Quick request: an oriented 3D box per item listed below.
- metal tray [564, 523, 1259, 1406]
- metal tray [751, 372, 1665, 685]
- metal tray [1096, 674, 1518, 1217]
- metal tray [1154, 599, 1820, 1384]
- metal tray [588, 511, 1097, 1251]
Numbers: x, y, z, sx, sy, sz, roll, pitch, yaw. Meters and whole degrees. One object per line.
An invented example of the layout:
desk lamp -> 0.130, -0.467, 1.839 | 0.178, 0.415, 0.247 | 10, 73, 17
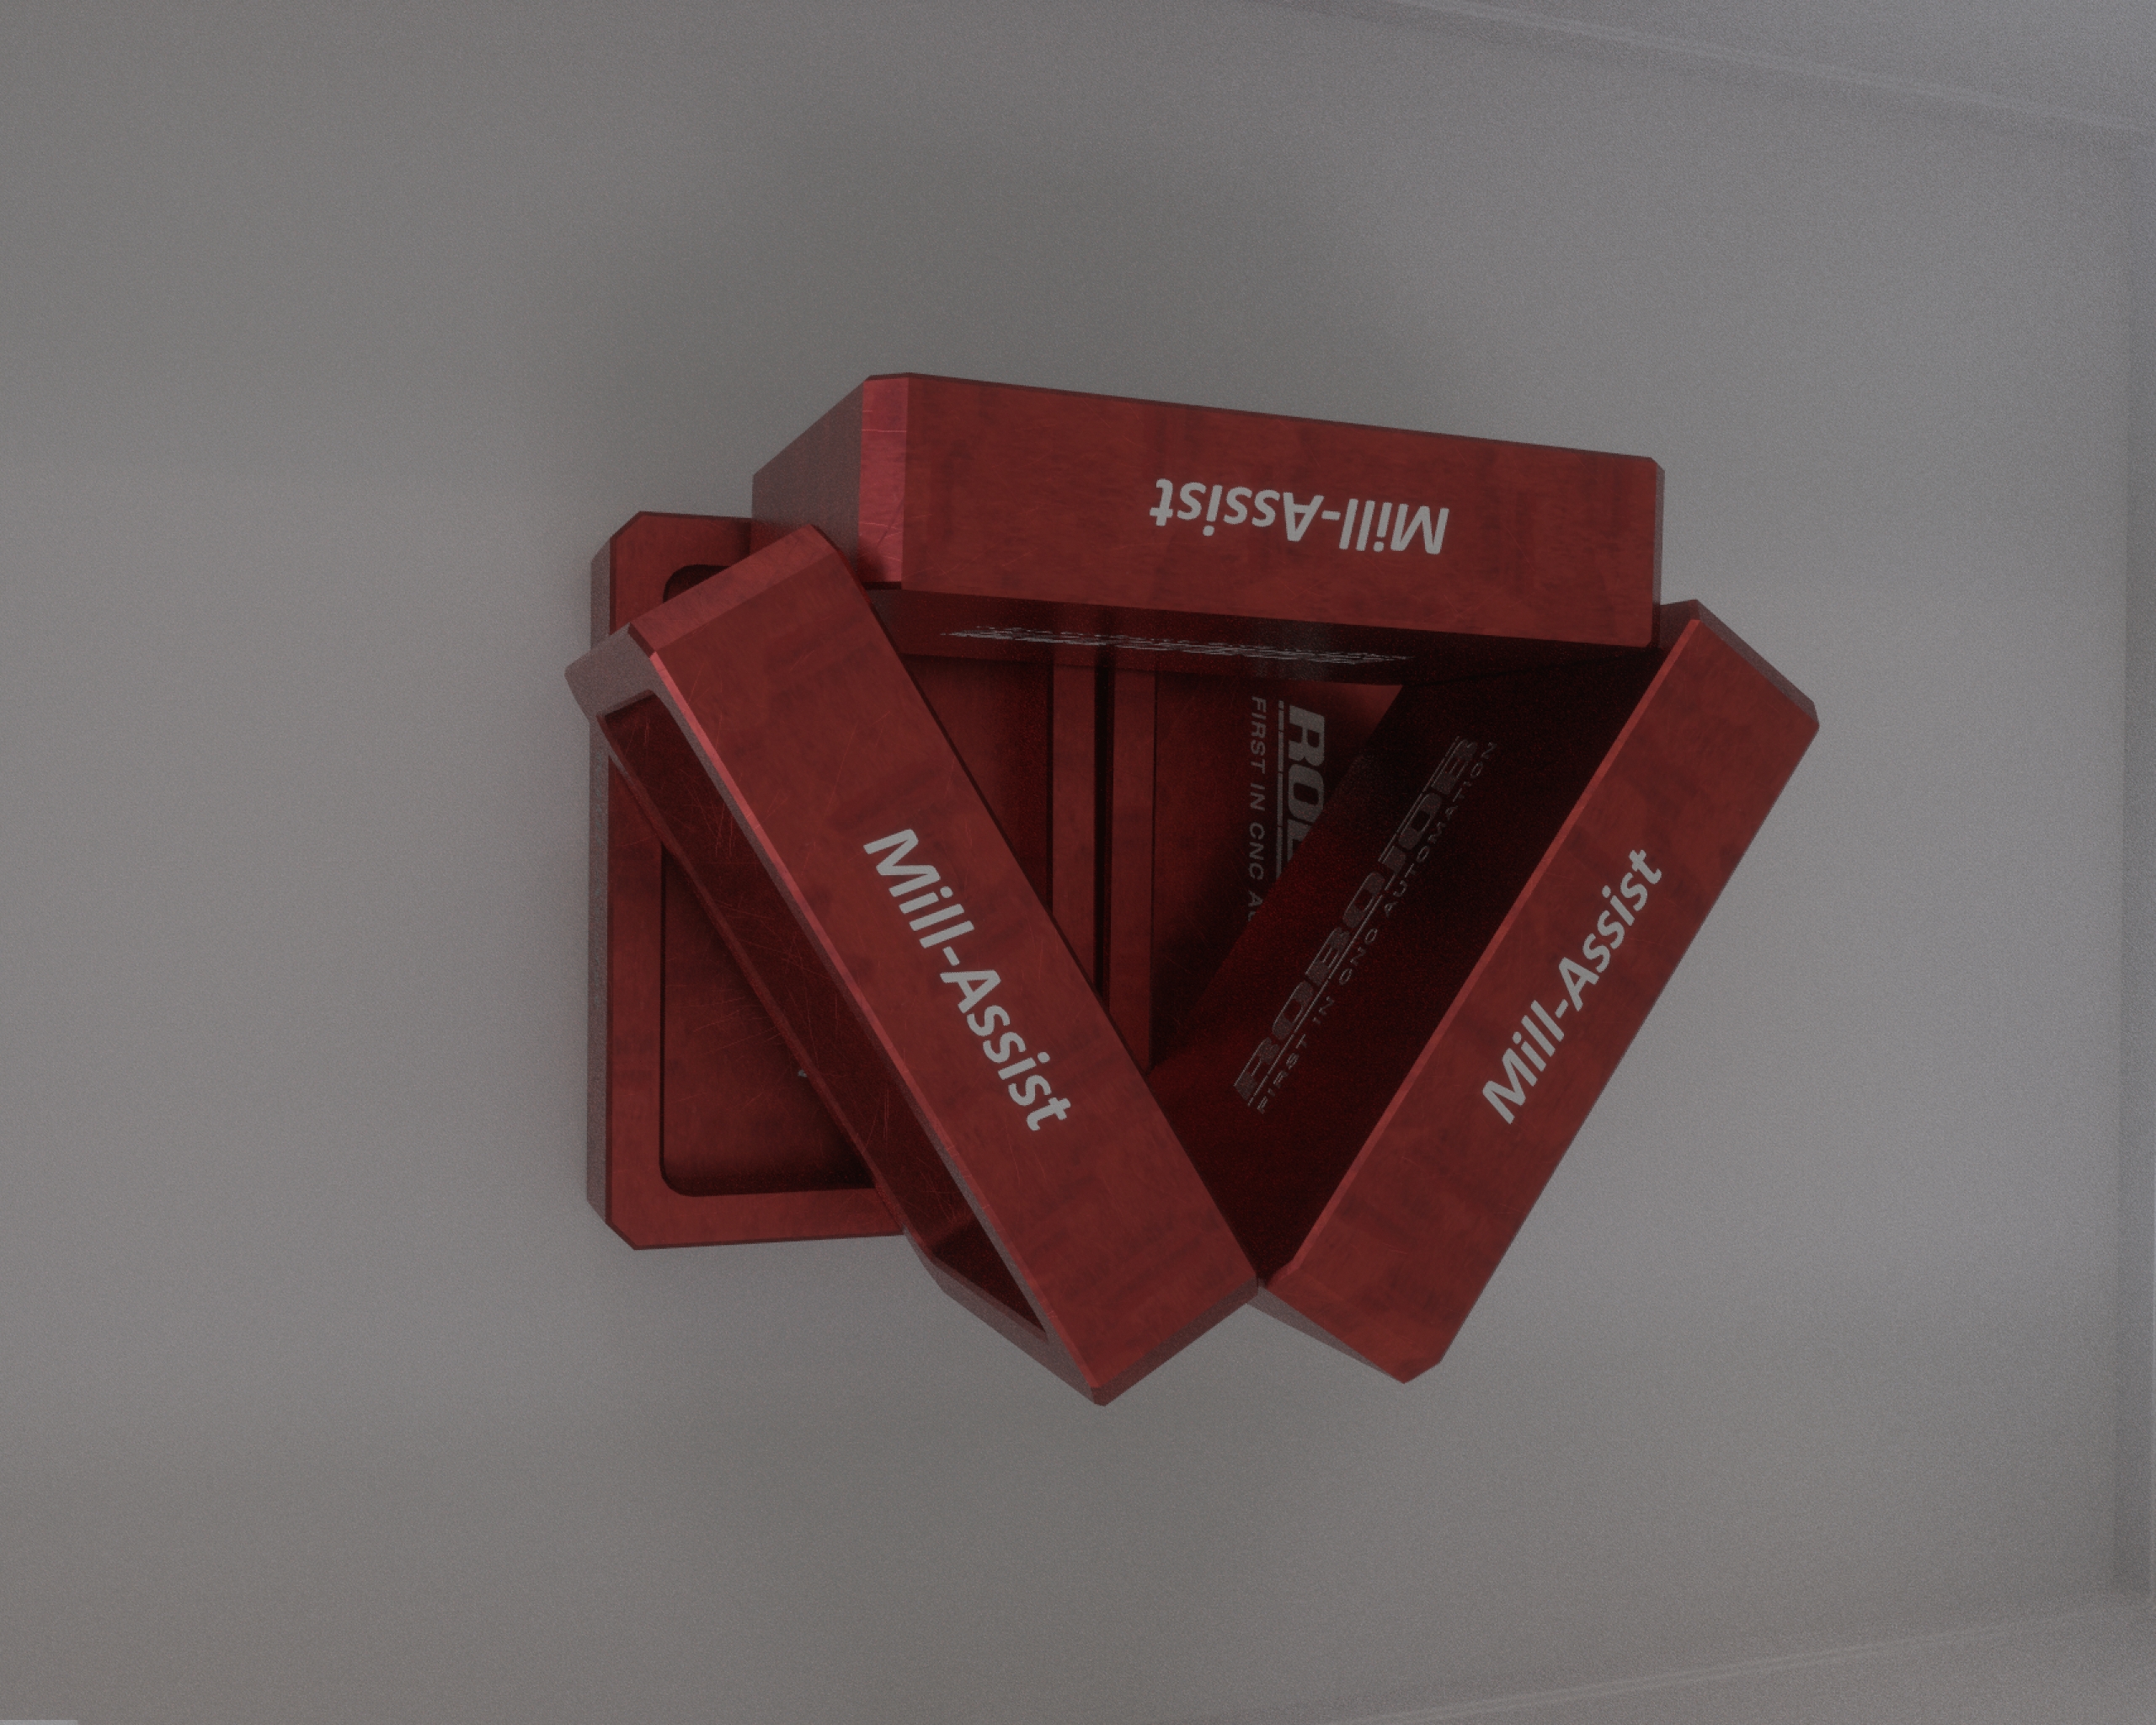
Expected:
metal tray -> -0.030, 0.016, 0.331 | 0.030, 0.090, 0.130 | -33, 101, -16
metal tray -> 0.018, -0.051, 0.348 | 0.131, 0.090, 0.030 | 2, 90, -20
metal tray -> 0.043, 0.005, 0.422 | 0.091, 0.030, 0.129 | 1, 89, -20
metal tray -> 0.061, 0.018, 0.364 | 0.030, 0.090, 0.130 | 37, 79, -16
metal tray -> -0.044, 0.003, 0.391 | 0.091, 0.030, 0.129 | 0, 89, -20
